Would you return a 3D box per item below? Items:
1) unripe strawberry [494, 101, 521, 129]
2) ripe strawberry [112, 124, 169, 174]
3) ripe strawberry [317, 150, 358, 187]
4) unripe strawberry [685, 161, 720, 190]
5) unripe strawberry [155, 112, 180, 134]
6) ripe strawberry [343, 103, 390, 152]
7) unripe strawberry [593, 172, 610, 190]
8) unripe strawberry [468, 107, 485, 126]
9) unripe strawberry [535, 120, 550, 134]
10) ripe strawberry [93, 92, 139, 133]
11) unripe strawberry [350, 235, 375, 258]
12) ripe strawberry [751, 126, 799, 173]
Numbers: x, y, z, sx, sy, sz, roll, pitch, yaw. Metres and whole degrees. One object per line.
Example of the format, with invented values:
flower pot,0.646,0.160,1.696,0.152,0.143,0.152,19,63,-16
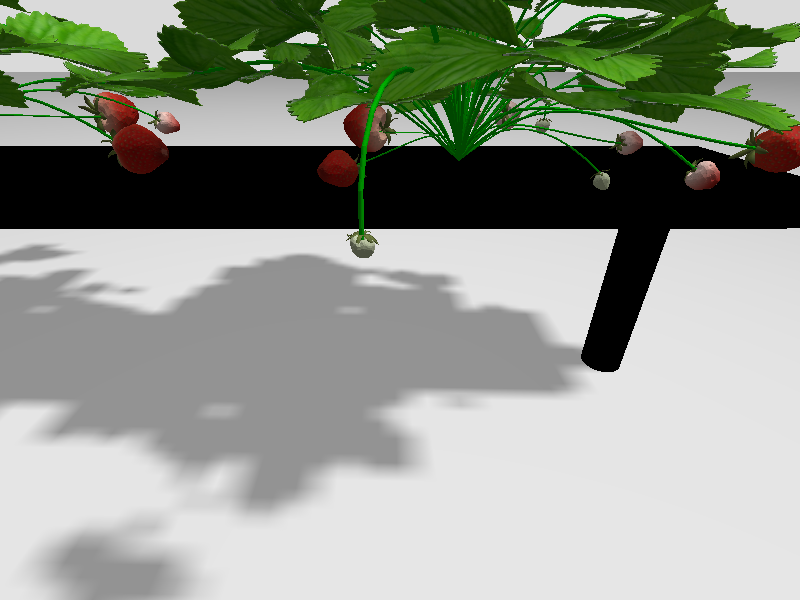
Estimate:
unripe strawberry,0.130,-0.222,0.482,0.030,0.032,0.033,13,18,21
ripe strawberry,-0.188,-0.110,0.294,0.035,0.034,0.032,8,32,8
ripe strawberry,-0.041,-0.085,0.259,0.026,0.022,0.026,-26,40,-35
unripe strawberry,0.192,-0.078,0.253,0.016,0.017,0.018,-38,-14,-46
unripe strawberry,-0.256,-0.195,0.443,0.026,0.023,0.023,30,16,39
ripe strawberry,-0.033,-0.158,0.368,0.043,0.043,0.040,16,35,25
unripe strawberry,0.131,-0.077,0.259,0.011,0.011,0.010,-25,2,-35
unripe strawberry,0.092,-0.227,0.496,0.025,0.021,0.025,7,16,11
unripe strawberry,0.162,-0.197,0.456,0.015,0.015,0.013,22,38,32
ripe strawberry,-0.310,-0.205,0.440,0.038,0.043,0.041,19,35,29
unripe strawberry,-0.015,-0.022,0.162,0.011,0.010,0.010,9,32,15
ripe strawberry,0.278,-0.110,0.290,0.038,0.033,0.038,6,32,9
